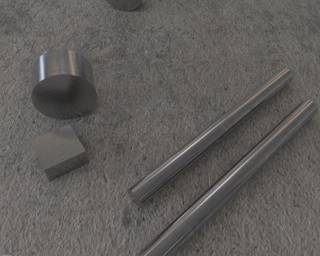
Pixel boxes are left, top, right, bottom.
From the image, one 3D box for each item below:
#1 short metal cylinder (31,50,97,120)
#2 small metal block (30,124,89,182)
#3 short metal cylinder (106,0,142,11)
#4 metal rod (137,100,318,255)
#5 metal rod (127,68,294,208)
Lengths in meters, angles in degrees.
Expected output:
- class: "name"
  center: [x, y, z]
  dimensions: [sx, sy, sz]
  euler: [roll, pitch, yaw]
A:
- class: "short metal cylinder"
  center: [-0.128, -0.057, 0.414]
  dimensions: [0.081, 0.080, 0.050]
  euler: [-11, 51, -9]
- class: "small metal block"
  center: [-0.122, 0.029, 0.378]
  dimensions: [0.050, 0.025, 0.050]
  euler: [-26, 55, -20]
- class: "short metal cylinder"
  center: [-0.067, -0.276, 0.599]
  dimensions: [0.080, 0.080, 0.050]
  euler: [9, 51, 7]
- class: "metal rod"
  center: [0.096, 0.051, 0.361]
  dimensions: [0.302, 0.025, 0.025]
  euler: [-36, 59, -26]
- class: "metal rod"
  center: [0.082, -0.002, 0.405]
  dimensions: [0.302, 0.025, 0.025]
  euler: [-36, 59, -26]
